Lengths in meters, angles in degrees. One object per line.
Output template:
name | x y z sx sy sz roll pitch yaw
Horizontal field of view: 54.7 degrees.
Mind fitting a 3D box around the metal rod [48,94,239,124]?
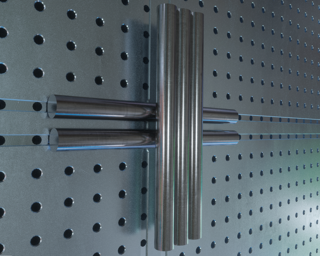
metal rod | 0.005 -0.020 0.415 0.302 0.025 0.025 1 90 -40

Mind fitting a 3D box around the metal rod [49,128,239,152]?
metal rod | 0.006 0.014 0.417 0.302 0.025 0.025 1 90 -40

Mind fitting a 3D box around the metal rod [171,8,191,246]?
metal rod | 0.026 -0.002 0.401 0.025 0.025 0.298 1 90 -40

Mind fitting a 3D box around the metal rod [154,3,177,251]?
metal rod | 0.007 -0.001 0.385 0.025 0.025 0.298 1 90 -40

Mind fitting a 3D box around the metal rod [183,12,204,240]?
metal rod | 0.045 -0.003 0.417 0.025 0.025 0.298 1 90 -40
